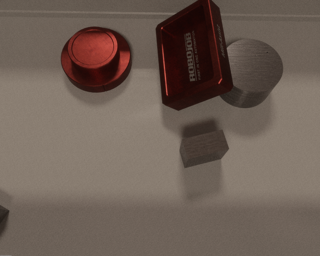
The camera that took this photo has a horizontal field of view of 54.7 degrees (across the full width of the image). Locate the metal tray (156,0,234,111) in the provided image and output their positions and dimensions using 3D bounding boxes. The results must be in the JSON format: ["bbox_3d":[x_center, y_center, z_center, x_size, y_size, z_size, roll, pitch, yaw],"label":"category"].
[{"bbox_3d":[0.042,-0.098,0.416,0.090,0.030,0.129,-20,65,35],"label":"metal tray"}]

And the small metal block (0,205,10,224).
[{"bbox_3d":[-0.220,0.107,0.368,0.050,0.025,0.050,27,72,9],"label":"small metal block"}]

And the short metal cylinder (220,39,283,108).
[{"bbox_3d":[0.119,-0.074,0.425,0.081,0.050,0.080,0,70,-1],"label":"short metal cylinder"}]

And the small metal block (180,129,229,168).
[{"bbox_3d":[0.053,0.027,0.387,0.050,0.050,0.025,-13,71,-5],"label":"small metal block"}]

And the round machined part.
[{"bbox_3d":[-0.091,-0.103,0.437,0.099,0.042,0.098,0,70,-1],"label":"round machined part"}]
